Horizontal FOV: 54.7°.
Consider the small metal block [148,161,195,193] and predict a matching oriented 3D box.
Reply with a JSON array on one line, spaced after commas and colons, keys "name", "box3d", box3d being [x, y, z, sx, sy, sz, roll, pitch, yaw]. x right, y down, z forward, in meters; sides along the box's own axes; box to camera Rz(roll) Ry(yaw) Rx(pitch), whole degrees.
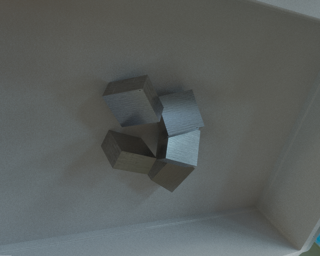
[{"name": "small metal block", "box3d": [0.015, 0.061, 0.456, 0.050, 0.025, 0.050, -47, 130, 5]}]

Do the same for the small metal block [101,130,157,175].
[{"name": "small metal block", "box3d": [-0.040, 0.030, 0.391, 0.050, 0.050, 0.025, 16, 110, -35]}]

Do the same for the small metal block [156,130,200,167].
[{"name": "small metal block", "box3d": [0.025, 0.023, 0.419, 0.050, 0.025, 0.050, 18, 71, -29]}]

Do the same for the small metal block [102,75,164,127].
[{"name": "small metal block", "box3d": [-0.030, -0.030, 0.358, 0.050, 0.025, 0.050, -8, 133, 23]}]

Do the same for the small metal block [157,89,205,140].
[{"name": "small metal block", "box3d": [0.022, -0.017, 0.394, 0.050, 0.025, 0.050, -15, 82, -21]}]
